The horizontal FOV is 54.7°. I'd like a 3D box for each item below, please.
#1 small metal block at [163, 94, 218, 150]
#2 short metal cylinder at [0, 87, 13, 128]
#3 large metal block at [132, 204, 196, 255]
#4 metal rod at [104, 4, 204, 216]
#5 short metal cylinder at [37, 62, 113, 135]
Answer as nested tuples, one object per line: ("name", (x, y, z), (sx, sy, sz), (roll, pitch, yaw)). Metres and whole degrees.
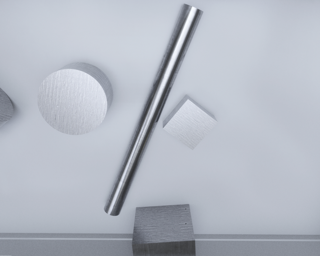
("small metal block", (0.039, -0.008, 0.409), (0.050, 0.025, 0.050), (36, 106, -13))
("short metal cylinder", (-0.227, -0.025, 0.370), (0.050, 0.080, 0.080), (-37, 106, 12))
("large metal block", (0.006, 0.155, 0.439), (0.081, 0.080, 0.050), (-4, 110, 1))
("metal rod", (-0.016, -0.010, 0.407), (0.025, 0.025, 0.298), (20, 109, -8))
("short metal cylinder", (-0.102, -0.037, 0.383), (0.081, 0.050, 0.079), (0, 110, -1))
